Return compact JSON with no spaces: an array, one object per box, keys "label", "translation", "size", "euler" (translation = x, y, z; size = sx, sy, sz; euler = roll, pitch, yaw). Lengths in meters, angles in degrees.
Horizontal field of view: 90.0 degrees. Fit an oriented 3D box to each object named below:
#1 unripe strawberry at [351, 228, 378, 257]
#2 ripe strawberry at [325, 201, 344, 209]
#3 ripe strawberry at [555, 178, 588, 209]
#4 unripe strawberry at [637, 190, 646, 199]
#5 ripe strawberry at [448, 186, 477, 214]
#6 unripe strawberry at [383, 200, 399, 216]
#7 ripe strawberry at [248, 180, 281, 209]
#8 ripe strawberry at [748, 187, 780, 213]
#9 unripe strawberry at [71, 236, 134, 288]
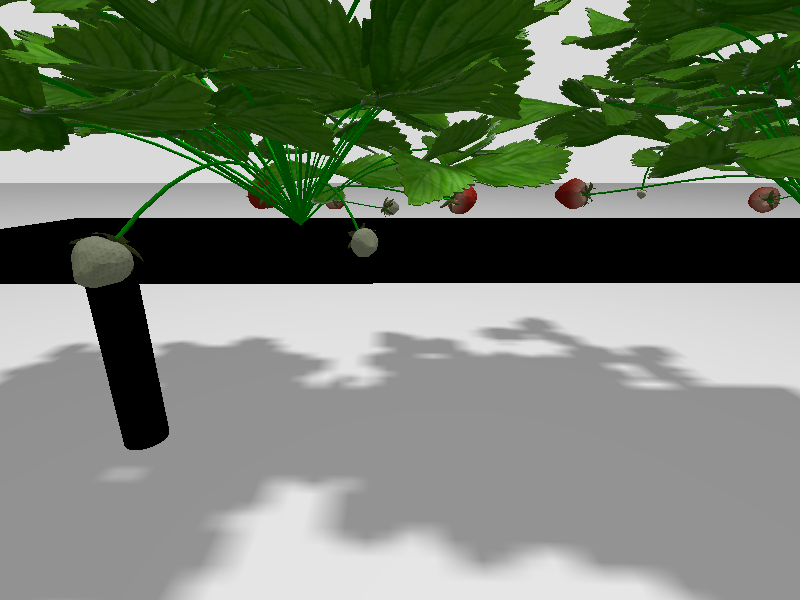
[{"label":"unripe strawberry","translation":[-0.018,-0.030,0.212],"size":[0.015,0.015,0.016],"euler":[-8,38,-25]},{"label":"ripe strawberry","translation":[-0.077,-0.118,0.476],"size":[0.024,0.021,0.024],"euler":[1,12,3]},{"label":"ripe strawberry","translation":[0.214,-0.133,0.503],"size":[0.036,0.038,0.039],"euler":[-15,23,-39]},{"label":"unripe strawberry","translation":[0.335,-0.147,0.556],"size":[0.011,0.011,0.011],"euler":[-2,18,-7]},{"label":"ripe strawberry","translation":[0.067,-0.108,0.424],"size":[0.032,0.033,0.029],"euler":[-9,20,-28]},{"label":"unripe strawberry","translation":[-0.009,-0.095,0.414],"size":[0.016,0.016,0.017],"euler":[-16,24,-42]},{"label":"ripe strawberry","translation":[-0.164,-0.127,0.483],"size":[0.038,0.033,0.038],"euler":[-9,19,-26]},{"label":"ripe strawberry","translation":[0.419,-0.116,0.462],"size":[0.028,0.029,0.030],"euler":[8,19,22]},{"label":"unripe strawberry","translation":[-0.117,-0.014,0.156],"size":[0.021,0.021,0.018],"euler":[3,-40,9]}]
